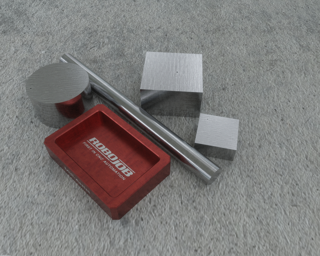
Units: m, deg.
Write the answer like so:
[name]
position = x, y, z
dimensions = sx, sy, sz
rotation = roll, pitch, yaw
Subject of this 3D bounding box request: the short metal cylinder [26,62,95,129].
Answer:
[short metal cylinder]
position = -0.134, -0.045, 0.424
dimensions = 0.081, 0.050, 0.080
rotation = 0, 50, 0

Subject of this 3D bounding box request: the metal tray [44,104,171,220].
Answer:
[metal tray]
position = -0.063, 0.034, 0.372
dimensions = 0.130, 0.030, 0.090
rotation = 37, 59, 26

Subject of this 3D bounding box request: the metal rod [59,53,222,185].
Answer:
[metal rod]
position = -0.043, -0.026, 0.425
dimensions = 0.300, 0.025, 0.025
rotation = 38, 59, 27

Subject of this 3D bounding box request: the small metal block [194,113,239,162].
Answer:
[small metal block]
position = 0.072, 0.011, 0.397
dimensions = 0.050, 0.025, 0.050
rotation = 10, 51, 8

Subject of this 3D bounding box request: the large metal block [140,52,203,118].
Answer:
[large metal block]
position = 0.017, -0.062, 0.441
dimensions = 0.080, 0.050, 0.080
rotation = 3, 50, 2
